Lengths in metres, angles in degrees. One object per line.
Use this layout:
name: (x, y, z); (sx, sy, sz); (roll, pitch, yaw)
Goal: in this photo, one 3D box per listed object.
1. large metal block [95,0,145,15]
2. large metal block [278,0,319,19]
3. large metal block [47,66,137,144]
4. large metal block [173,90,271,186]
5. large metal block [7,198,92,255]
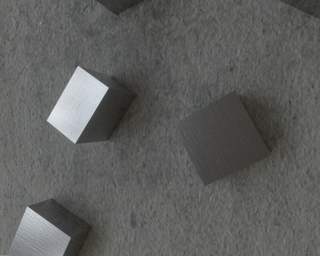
large metal block: (-0.048, -0.198, 0.396); (0.080, 0.080, 0.050); (-21, 83, 18)
large metal block: (0.176, -0.173, 0.334); (0.080, 0.050, 0.080); (34, 101, 16)
large metal block: (-0.086, -0.028, 0.409); (0.050, 0.080, 0.080); (36, 101, 16)
large metal block: (0.075, 0.012, 0.369); (0.080, 0.050, 0.080); (-29, 81, 17)
large metal block: (-0.160, 0.163, 0.450); (0.080, 0.050, 0.080); (28, 99, 17)
